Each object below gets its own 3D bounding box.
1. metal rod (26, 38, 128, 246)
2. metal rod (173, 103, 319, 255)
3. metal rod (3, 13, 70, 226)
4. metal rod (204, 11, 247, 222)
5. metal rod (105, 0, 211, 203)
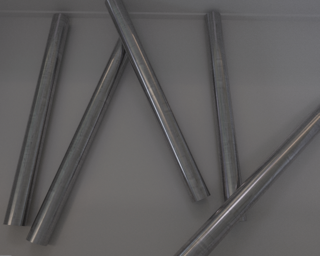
[{"bbox_3d":[-0.095,0.000,0.408,0.025,0.025,0.300,18,71,6],"label":"metal rod"},{"bbox_3d":[0.130,0.053,0.370,0.301,0.025,0.025,-39,75,-21],"label":"metal rod"},{"bbox_3d":[-0.160,-0.025,0.417,0.025,0.025,0.299,4,70,1],"label":"metal rod"},{"bbox_3d":[0.085,-0.029,0.420,0.025,0.025,0.299,-2,70,-1],"label":"metal rod"},{"bbox_3d":[-0.008,-0.047,0.410,0.025,0.025,0.299,-22,78,-8],"label":"metal rod"}]
